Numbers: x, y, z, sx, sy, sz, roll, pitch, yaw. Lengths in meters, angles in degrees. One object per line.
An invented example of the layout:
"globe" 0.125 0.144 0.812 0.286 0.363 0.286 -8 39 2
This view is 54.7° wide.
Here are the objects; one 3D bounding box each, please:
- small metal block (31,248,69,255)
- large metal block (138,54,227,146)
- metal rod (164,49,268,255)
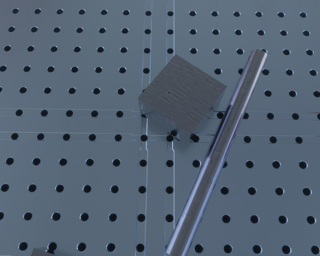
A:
"small metal block" -0.125 0.168 0.349 0.050 0.025 0.050 15 71 5
"large metal block" 0.029 -0.037 0.412 0.080 0.050 0.080 35 74 12
"metal rod" 0.081 0.021 0.404 0.025 0.025 0.300 24 72 8
